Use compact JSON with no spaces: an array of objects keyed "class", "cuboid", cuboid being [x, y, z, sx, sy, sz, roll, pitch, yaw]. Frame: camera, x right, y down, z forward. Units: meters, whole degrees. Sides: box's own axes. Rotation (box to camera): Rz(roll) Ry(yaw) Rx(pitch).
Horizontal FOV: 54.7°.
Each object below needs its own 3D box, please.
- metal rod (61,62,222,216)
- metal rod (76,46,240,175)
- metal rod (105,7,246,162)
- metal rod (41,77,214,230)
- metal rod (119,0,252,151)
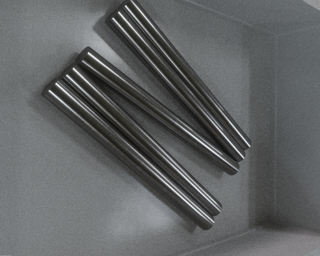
[{"class":"metal rod","cuboid":[-0.006,0.032,0.400,0.300,0.025,0.025,45,63,-31]},{"class":"metal rod","cuboid":[0.017,-0.006,0.419,0.301,0.025,0.025,35,68,-34]},{"class":"metal rod","cuboid":[0.038,-0.042,0.436,0.300,0.025,0.025,44,64,-31]},{"class":"metal rod","cuboid":[-0.020,0.050,0.388,0.300,0.025,0.025,45,63,-31]},{"class":"metal rod","cuboid":[0.051,-0.061,0.447,0.300,0.025,0.025,44,64,-31]}]
